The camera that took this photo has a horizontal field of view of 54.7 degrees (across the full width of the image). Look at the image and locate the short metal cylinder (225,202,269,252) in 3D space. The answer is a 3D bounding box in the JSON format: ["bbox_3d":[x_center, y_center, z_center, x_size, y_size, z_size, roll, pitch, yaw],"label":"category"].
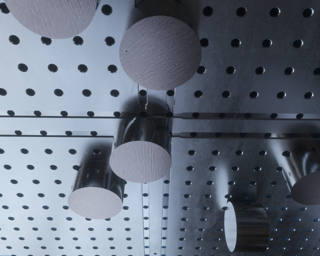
[{"bbox_3d":[0.142,0.164,0.517,0.050,0.080,0.079,2,130,-2],"label":"short metal cylinder"}]

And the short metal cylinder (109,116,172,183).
[{"bbox_3d":[-0.025,0.030,0.420,0.081,0.050,0.079,0,130,0],"label":"short metal cylinder"}]

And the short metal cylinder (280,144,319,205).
[{"bbox_3d":[0.226,0.069,0.456,0.081,0.050,0.079,0,130,0],"label":"short metal cylinder"}]

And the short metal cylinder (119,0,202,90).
[{"bbox_3d":[0.000,-0.086,0.322,0.081,0.050,0.079,0,130,0],"label":"short metal cylinder"}]

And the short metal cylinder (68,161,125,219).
[{"bbox_3d":[-0.096,0.096,0.476,0.081,0.050,0.079,0,130,0],"label":"short metal cylinder"}]

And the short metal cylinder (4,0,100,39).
[{"bbox_3d":[-0.095,-0.130,0.284,0.081,0.050,0.079,0,130,0],"label":"short metal cylinder"}]
